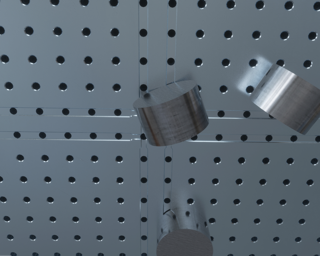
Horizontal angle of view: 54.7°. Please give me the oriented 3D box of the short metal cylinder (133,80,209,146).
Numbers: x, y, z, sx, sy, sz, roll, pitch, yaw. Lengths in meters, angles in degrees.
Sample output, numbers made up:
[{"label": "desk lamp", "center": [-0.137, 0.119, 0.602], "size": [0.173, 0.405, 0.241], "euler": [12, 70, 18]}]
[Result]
[{"label": "short metal cylinder", "center": [0.014, -0.019, 0.377], "size": [0.080, 0.080, 0.050], "euler": [-19, 109, 7]}]

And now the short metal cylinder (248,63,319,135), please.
[{"label": "short metal cylinder", "center": [0.155, -0.035, 0.372], "size": [0.080, 0.080, 0.050], "euler": [29, 108, -10]}]

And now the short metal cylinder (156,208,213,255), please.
[{"label": "short metal cylinder", "center": [0.035, 0.167, 0.462], "size": [0.081, 0.050, 0.079], "euler": [0, 110, 0]}]
